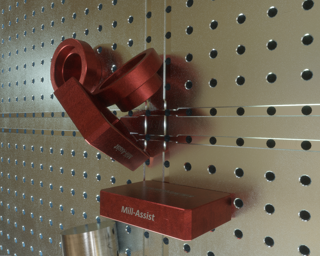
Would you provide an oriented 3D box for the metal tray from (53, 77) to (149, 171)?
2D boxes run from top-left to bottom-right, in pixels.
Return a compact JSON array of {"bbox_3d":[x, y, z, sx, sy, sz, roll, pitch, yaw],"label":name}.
[{"bbox_3d":[-0.070,0.000,0.398,0.030,0.130,0.090,-41,62,0],"label":"metal tray"}]

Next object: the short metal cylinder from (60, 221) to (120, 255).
[{"bbox_3d":[-0.102,0.172,0.455,0.080,0.081,0.050,-15,81,39],"label":"short metal cylinder"}]

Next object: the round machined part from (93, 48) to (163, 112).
[{"bbox_3d":[-0.036,-0.058,0.402,0.098,0.098,0.042,-22,115,37],"label":"round machined part"}]

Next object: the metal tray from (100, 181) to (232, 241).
[{"bbox_3d":[0.005,0.089,0.361,0.130,0.091,0.030,1,91,39],"label":"metal tray"}]

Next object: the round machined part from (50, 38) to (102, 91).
[{"bbox_3d":[-0.133,-0.093,0.506,0.098,0.042,0.097,0,90,39],"label":"round machined part"}]
